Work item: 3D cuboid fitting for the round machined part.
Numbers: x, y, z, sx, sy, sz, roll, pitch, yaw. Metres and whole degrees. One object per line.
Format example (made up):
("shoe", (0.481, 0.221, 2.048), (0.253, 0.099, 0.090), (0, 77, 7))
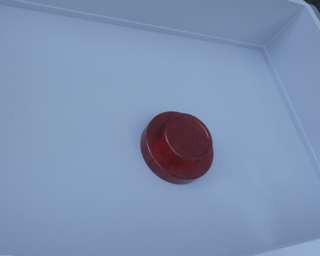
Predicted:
("round machined part", (0.028, 0.020, 0.400), (0.099, 0.042, 0.098), (14, 56, -21))
